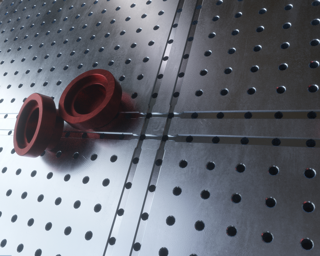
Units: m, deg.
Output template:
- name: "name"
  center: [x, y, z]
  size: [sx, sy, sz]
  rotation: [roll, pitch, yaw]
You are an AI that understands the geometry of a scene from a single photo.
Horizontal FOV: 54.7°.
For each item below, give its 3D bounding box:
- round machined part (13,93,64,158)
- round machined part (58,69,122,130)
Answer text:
- name: "round machined part"
  center: [-0.184, -0.002, 0.478]
  size: [0.098, 0.042, 0.098]
  rotation: [-16, 66, 42]
- name: "round machined part"
  center: [-0.100, -0.039, 0.471]
  size: [0.098, 0.042, 0.098]
  rotation: [-12, 56, 19]
